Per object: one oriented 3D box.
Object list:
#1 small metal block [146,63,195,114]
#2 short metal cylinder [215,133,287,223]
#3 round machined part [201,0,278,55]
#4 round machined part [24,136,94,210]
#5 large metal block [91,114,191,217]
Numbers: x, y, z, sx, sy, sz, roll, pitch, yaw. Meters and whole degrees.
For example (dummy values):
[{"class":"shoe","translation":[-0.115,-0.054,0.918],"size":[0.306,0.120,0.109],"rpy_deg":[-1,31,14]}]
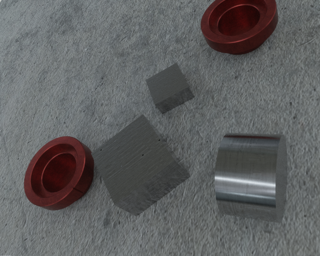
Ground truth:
[{"class":"small metal block","translation":[0.013,-0.055,0.429],"size":[0.050,0.025,0.050],"rpy_deg":[-28,52,10]},{"class":"short metal cylinder","translation":[0.089,0.045,0.294],"size":[0.050,0.080,0.080],"rpy_deg":[1,62,28]},{"class":"round machined part","translation":[0.109,-0.139,0.421],"size":[0.098,0.042,0.098],"rpy_deg":[-13,56,20]},{"class":"round machined part","translation":[-0.130,0.064,0.420],"size":[0.098,0.042,0.098],"rpy_deg":[-13,56,20]},{"class":"large metal block","translation":[-0.024,0.044,0.372],"size":[0.080,0.050,0.080],"rpy_deg":[-37,51,3]}]
